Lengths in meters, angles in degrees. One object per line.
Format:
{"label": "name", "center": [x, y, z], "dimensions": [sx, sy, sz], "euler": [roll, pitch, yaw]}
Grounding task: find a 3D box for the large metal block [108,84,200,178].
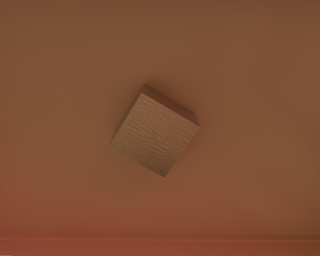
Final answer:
{"label": "large metal block", "center": [-0.008, 0.003, 0.395], "dimensions": [0.080, 0.050, 0.080], "euler": [30, 107, -11]}
